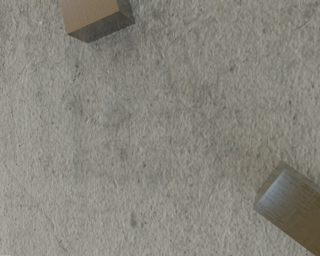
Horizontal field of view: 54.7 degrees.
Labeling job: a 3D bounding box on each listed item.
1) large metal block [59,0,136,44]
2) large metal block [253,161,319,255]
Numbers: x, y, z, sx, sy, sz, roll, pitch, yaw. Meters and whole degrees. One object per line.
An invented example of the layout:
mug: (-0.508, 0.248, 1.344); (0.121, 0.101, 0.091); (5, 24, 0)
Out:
large metal block: (-0.089, -0.174, 0.426); (0.080, 0.050, 0.080); (-17, 85, 19)
large metal block: (0.150, 0.082, 0.327); (0.080, 0.080, 0.050); (37, 102, 16)
